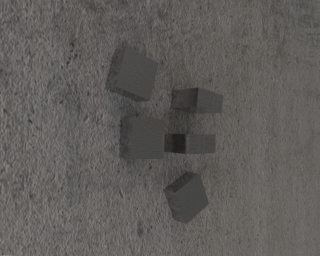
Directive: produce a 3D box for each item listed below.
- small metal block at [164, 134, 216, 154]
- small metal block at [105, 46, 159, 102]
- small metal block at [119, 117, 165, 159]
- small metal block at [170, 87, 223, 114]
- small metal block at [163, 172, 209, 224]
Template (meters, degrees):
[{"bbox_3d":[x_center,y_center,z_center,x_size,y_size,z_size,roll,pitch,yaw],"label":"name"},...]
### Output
[{"bbox_3d":[0.039,0.021,0.421,0.050,0.050,0.025,2,89,-40],"label":"small metal block"},{"bbox_3d":[-0.034,-0.064,0.376,0.050,0.025,0.050,20,77,-38],"label":"small metal block"},{"bbox_3d":[-0.022,0.013,0.386,0.050,0.025,0.050,4,87,-40],"label":"small metal block"},{"bbox_3d":[0.051,-0.037,0.431,0.050,0.050,0.025,10,84,-40],"label":"small metal block"},{"bbox_3d":[0.038,0.097,0.436,0.050,0.025,0.050,-30,109,-36],"label":"small metal block"}]
